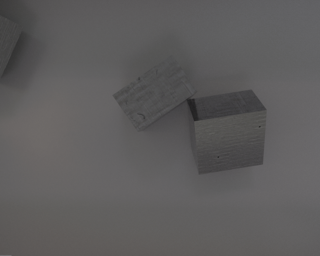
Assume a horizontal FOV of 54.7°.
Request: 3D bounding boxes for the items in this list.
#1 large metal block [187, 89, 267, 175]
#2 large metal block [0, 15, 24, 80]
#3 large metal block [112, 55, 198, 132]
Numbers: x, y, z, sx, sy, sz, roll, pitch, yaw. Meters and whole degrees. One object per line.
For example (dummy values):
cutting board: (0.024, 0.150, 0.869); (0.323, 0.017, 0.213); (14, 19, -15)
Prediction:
large metal block: (0.080, 0.005, 0.381); (0.080, 0.050, 0.080); (-9, 124, 0)
large metal block: (-0.227, -0.107, 0.379); (0.080, 0.050, 0.080); (24, 90, -34)
large metal block: (-0.005, -0.039, 0.384); (0.080, 0.080, 0.050); (-34, 90, 0)
